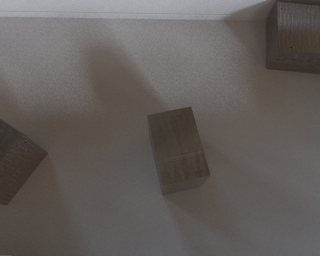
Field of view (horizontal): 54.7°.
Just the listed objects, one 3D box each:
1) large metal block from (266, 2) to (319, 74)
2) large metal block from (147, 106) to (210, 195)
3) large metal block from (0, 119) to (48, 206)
[{"bbox_3d":[0.201,-0.128,0.446,0.080,0.050,0.080,6,70,2],"label":"large metal block"},{"bbox_3d":[0.019,0.031,0.369,0.050,0.080,0.080,-12,71,-5],"label":"large metal block"},{"bbox_3d":[-0.190,0.039,0.364,0.050,0.080,0.080,31,73,10],"label":"large metal block"}]
